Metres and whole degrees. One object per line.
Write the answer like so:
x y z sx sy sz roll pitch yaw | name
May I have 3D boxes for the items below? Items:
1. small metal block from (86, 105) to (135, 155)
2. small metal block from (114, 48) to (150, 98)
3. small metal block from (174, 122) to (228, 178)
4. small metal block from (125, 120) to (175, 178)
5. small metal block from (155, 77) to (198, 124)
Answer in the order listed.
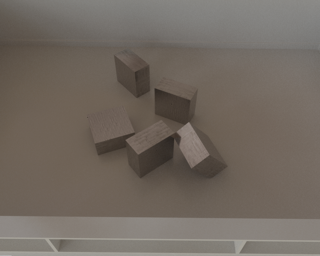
-0.064 0.002 0.403 0.050 0.025 0.050 -16 52 -13 | small metal block
-0.041 -0.081 0.456 0.025 0.050 0.050 -32 58 -24 | small metal block
0.047 0.027 0.364 0.025 0.050 0.050 -40 52 15 | small metal block
-0.011 0.025 0.367 0.050 0.050 0.025 -30 57 -23 | small metal block
0.021 -0.036 0.419 0.050 0.050 0.025 21 53 16 | small metal block
